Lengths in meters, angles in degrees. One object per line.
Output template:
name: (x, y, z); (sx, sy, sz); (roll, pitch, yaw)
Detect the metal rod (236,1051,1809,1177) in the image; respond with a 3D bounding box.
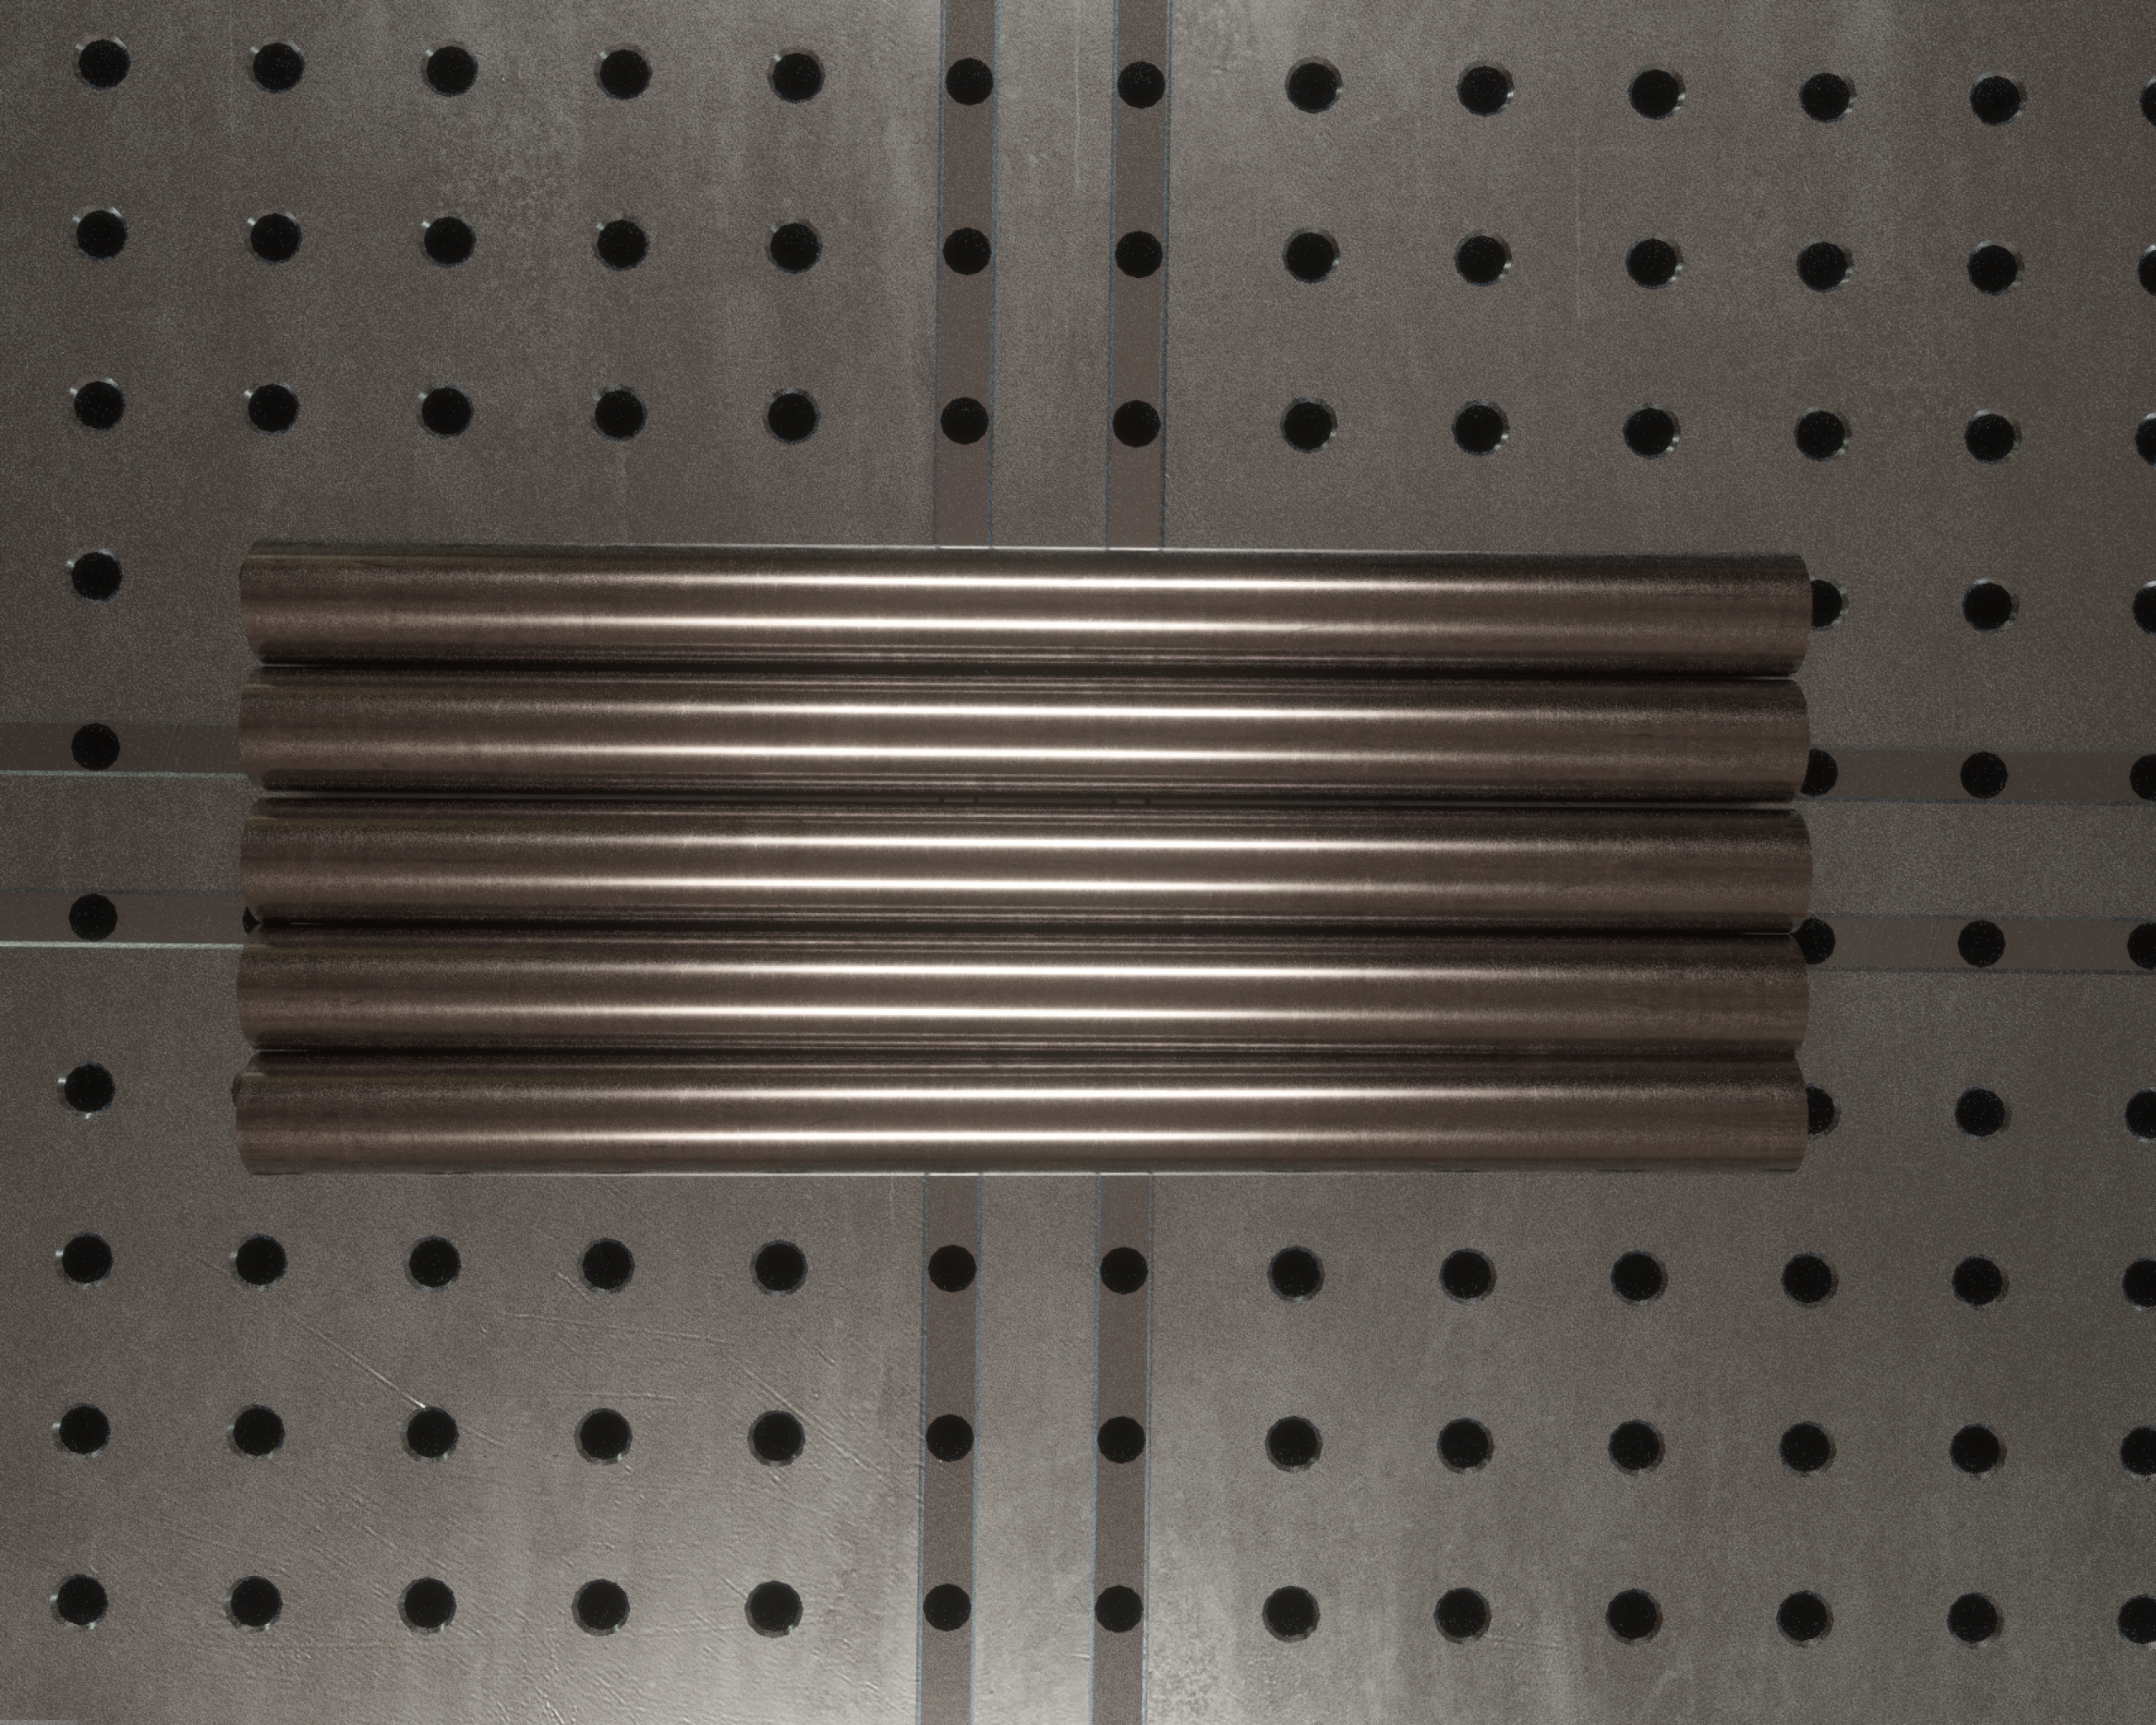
metal rod: (-0.010, 0.050, 0.413); (0.302, 0.025, 0.025); (0, 90, -1)

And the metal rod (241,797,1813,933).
metal rod: (-0.009, 0.001, 0.413); (0.302, 0.025, 0.025); (0, 90, -1)

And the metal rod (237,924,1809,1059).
metal rod: (-0.010, 0.026, 0.413); (0.302, 0.025, 0.025); (0, 90, -1)

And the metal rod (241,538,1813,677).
metal rod: (-0.009, -0.050, 0.413); (0.302, 0.025, 0.025); (0, 90, -1)

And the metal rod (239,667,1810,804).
metal rod: (-0.010, -0.025, 0.413); (0.302, 0.025, 0.025); (0, 90, -1)
